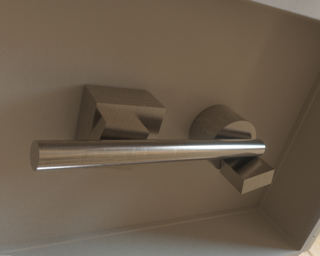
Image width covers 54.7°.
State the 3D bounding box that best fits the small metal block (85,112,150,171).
[{"bbox_3d":[-0.047,0.015,0.327,0.050,0.025,0.050,14,111,-34],"label":"small metal block"}]

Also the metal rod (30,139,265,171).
[{"bbox_3d":[0.018,0.025,0.342,0.302,0.025,0.025,1,118,-38],"label":"metal rod"}]

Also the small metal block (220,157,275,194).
[{"bbox_3d":[0.119,0.059,0.428,0.050,0.050,0.025,-14,124,-21],"label":"small metal block"}]

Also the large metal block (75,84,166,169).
[{"bbox_3d":[-0.049,-0.001,0.363,0.081,0.050,0.079,3,117,-30],"label":"large metal block"}]

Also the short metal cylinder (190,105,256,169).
[{"bbox_3d":[0.091,0.013,0.450,0.081,0.050,0.079,-14,125,-21],"label":"short metal cylinder"}]
